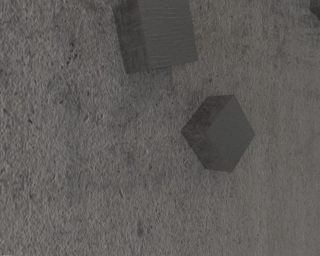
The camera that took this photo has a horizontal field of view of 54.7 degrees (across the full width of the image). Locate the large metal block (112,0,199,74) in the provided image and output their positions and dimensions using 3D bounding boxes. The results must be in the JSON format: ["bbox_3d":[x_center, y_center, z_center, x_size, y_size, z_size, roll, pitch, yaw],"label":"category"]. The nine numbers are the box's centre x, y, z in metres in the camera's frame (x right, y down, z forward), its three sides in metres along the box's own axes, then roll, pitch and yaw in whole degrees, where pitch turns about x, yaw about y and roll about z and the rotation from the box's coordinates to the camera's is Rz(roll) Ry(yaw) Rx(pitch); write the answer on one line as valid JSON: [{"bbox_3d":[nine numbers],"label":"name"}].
[{"bbox_3d":[-0.004,-0.115,0.384,0.081,0.050,0.079,-18,102,-39],"label":"large metal block"}]

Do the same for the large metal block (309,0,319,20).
[{"bbox_3d":[0.394,-0.299,0.717,0.080,0.050,0.080,20,77,-38],"label":"large metal block"}]

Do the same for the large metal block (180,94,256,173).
[{"bbox_3d":[0.088,0.008,0.462,0.080,0.050,0.080,-50,120,-28],"label":"large metal block"}]
